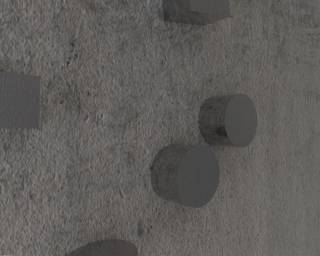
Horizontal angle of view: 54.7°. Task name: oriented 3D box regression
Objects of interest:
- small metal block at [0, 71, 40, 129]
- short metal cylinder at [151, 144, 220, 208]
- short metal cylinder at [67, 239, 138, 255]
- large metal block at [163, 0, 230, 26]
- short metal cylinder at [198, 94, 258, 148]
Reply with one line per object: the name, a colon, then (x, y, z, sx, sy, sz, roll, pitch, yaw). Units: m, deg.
small metal block: (-0.141, -0.025, 0.286, 0.050, 0.025, 0.050, 1, 89, -40)
short metal cylinder: (0.035, 0.062, 0.417, 0.081, 0.050, 0.080, 0, 90, -40)
short metal cylinder: (-0.059, 0.158, 0.320, 0.081, 0.080, 0.050, -13, 99, -39)
large metal block: (0.049, -0.191, 0.429, 0.081, 0.050, 0.079, -10, 97, -40)
short metal cylinder: (0.105, -0.011, 0.476, 0.081, 0.050, 0.080, 0, 90, -40)
